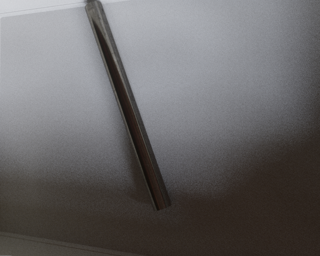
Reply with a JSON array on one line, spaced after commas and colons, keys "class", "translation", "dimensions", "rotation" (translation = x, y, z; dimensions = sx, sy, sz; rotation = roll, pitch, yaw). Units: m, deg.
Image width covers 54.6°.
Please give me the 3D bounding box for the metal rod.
[{"class": "metal rod", "translation": [-0.046, -0.035, 0.427], "dimensions": [0.025, 0.025, 0.299], "rotation": [-22, 83, 19]}]
